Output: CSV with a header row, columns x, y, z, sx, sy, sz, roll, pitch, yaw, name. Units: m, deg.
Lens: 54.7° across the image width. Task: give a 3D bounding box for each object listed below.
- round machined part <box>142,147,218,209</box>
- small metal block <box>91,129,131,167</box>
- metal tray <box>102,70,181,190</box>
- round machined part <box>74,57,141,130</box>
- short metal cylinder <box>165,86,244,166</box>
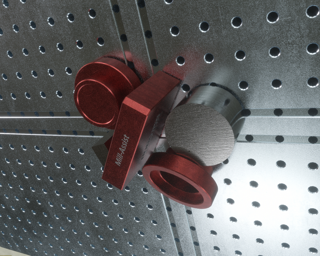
x,y,z,sx,sy,sz,roll,pitch,yaw,name
0.030,0.060,0.402,0.098,0.042,0.098,23,151,14,round machined part
-0.062,0.032,0.442,0.025,0.050,0.050,-16,110,34,small metal block
-0.024,0.004,0.379,0.030,0.090,0.129,29,128,10,metal tray
-0.073,-0.039,0.408,0.098,0.042,0.097,13,124,21,round machined part
0.052,-0.003,0.360,0.080,0.050,0.079,13,124,21,short metal cylinder
